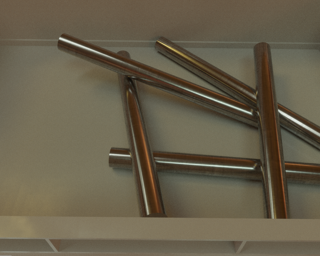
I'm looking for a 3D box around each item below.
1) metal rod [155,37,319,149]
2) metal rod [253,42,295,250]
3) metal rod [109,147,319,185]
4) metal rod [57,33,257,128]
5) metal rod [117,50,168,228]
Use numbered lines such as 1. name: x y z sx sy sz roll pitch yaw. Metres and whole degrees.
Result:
1. metal rod: 0.107 -0.062 0.458 0.300 0.025 0.025 37 59 26
2. metal rod: 0.133 -0.007 0.378 0.025 0.025 0.300 7 51 5
3. metal rod: 0.091 0.047 0.366 0.302 0.025 0.025 4 50 3
4. metal rod: 0.002 -0.065 0.425 0.301 0.025 0.025 22 53 4
5. metal rod: -0.033 -0.015 0.392 0.025 0.025 0.300 -8 43 -7
